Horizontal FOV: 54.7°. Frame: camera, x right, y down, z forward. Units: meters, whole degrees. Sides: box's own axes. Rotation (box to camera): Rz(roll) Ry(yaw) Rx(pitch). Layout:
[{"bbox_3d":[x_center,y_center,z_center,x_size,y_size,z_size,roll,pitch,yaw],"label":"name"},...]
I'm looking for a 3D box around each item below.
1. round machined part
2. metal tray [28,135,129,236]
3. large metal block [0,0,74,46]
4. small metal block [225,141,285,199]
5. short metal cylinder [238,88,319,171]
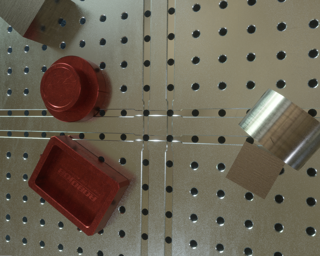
[{"bbox_3d":[-0.133,-0.057,0.450,0.098,0.042,0.097,0,90,20],"label":"round machined part"},{"bbox_3d":[-0.121,0.081,0.452,0.130,0.030,0.090,33,100,17],"label":"metal tray"},{"bbox_3d":[-0.193,-0.186,0.467,0.080,0.050,0.080,41,103,15],"label":"large metal block"},{"bbox_3d":[0.115,0.049,0.372,0.050,0.025,0.050,29,99,17],"label":"small metal block"},{"bbox_3d":[0.133,0.001,0.336,0.080,0.080,0.050,40,103,15],"label":"short metal cylinder"}]
